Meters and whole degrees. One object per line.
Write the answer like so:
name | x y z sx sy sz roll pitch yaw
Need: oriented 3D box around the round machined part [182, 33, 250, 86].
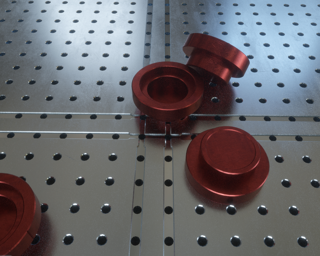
round machined part | 0.076 -0.095 0.454 0.098 0.098 0.042 26 91 20

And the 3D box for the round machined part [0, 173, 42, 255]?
round machined part | -0.170 0.098 0.312 0.099 0.042 0.098 0 50 0

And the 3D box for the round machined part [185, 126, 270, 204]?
round machined part | 0.080 0.036 0.367 0.099 0.042 0.098 0 50 0

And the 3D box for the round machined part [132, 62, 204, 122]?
round machined part | 0.011 -0.047 0.436 0.099 0.042 0.098 0 50 0
